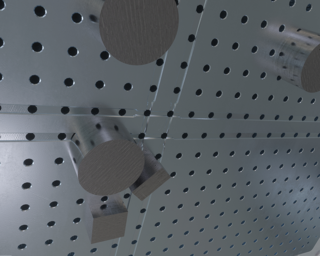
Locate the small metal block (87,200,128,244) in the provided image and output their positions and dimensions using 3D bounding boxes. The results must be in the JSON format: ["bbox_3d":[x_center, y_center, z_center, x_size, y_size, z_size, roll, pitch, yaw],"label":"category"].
[{"bbox_3d":[-0.078,0.137,0.454,0.050,0.025,0.050,-4,120,-27],"label":"small metal block"}]

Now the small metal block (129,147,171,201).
[{"bbox_3d":[-0.021,0.062,0.422,0.050,0.050,0.025,-39,129,-2],"label":"small metal block"}]

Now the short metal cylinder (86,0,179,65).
[{"bbox_3d":[-0.028,-0.110,0.312,0.081,0.050,0.079,-14,124,-21],"label":"short metal cylinder"}]

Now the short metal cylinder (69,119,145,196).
[{"bbox_3d":[-0.066,0.036,0.381,0.081,0.050,0.079,-14,124,-21],"label":"short metal cylinder"}]

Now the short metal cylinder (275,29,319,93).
[{"bbox_3d":[0.218,-0.098,0.454,0.081,0.050,0.079,-14,124,-21],"label":"short metal cylinder"}]
